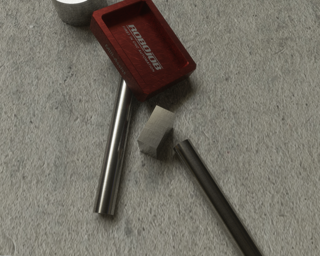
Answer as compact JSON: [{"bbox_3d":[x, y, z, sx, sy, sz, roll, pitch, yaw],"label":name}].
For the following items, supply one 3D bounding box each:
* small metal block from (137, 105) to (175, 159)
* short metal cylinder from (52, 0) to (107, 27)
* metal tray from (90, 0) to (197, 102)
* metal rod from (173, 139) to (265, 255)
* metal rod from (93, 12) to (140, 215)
[{"bbox_3d":[-0.004,0.007,0.392,0.025,0.050,0.050,25,72,8],"label":"small metal block"},{"bbox_3d":[-0.123,-0.202,0.467,0.081,0.050,0.080,0,70,0],"label":"short metal cylinder"},{"bbox_3d":[-0.023,-0.111,0.421,0.091,0.030,0.130,-32,85,-24],"label":"metal tray"},{"bbox_3d":[0.103,0.143,0.357,0.025,0.025,0.299,-29,73,-10],"label":"metal rod"},{"bbox_3d":[-0.049,-0.037,0.420,0.025,0.025,0.299,7,70,2],"label":"metal rod"}]
